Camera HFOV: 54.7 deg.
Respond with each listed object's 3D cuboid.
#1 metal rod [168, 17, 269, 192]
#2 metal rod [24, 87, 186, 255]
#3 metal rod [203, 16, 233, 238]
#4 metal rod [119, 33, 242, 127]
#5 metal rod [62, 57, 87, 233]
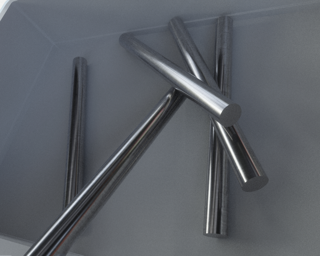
[{"bbox_3d":[0.055,-0.055,0.380,0.025,0.025,0.300,-27,46,11],"label":"metal rod"},{"bbox_3d":[-0.026,0.019,0.326,0.025,0.025,0.301,5,38,31],"label":"metal rod"},{"bbox_3d":[0.075,-0.023,0.380,0.025,0.025,0.300,-6,59,25],"label":"metal rod"},{"bbox_3d":[0.004,-0.081,0.413,0.025,0.025,0.300,-42,39,0],"label":"metal rod"},{"bbox_3d":[-0.127,0.005,0.469,0.025,0.025,0.299,-19,54,17],"label":"metal rod"}]
